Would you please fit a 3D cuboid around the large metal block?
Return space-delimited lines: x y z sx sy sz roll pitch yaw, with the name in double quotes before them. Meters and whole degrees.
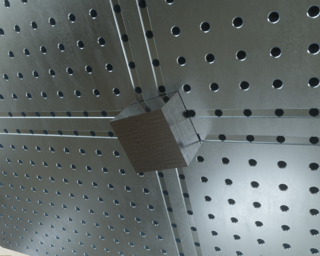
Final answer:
"large metal block" -0.005 0.008 0.402 0.080 0.050 0.080 -13 112 33
